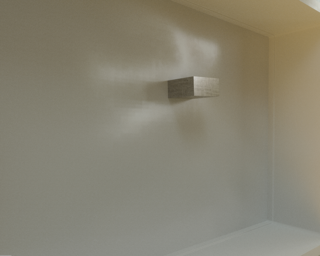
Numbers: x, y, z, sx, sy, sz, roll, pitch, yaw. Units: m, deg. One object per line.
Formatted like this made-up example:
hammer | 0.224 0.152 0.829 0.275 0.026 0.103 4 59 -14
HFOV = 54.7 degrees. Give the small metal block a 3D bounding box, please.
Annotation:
small metal block | 0.046 -0.055 0.431 0.050 0.050 0.025 -3 93 -40
